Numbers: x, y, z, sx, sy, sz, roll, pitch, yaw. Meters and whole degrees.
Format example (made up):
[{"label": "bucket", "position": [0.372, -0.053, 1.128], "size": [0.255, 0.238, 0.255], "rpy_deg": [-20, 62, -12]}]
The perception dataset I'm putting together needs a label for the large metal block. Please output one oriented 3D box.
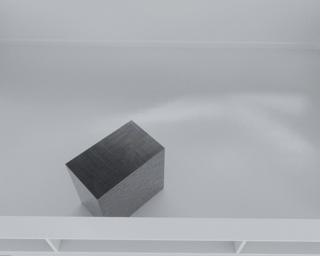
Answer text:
[{"label": "large metal block", "position": [-0.042, 0.052, 0.325], "size": [0.080, 0.080, 0.050], "rpy_deg": [-36, 59, -26]}]
